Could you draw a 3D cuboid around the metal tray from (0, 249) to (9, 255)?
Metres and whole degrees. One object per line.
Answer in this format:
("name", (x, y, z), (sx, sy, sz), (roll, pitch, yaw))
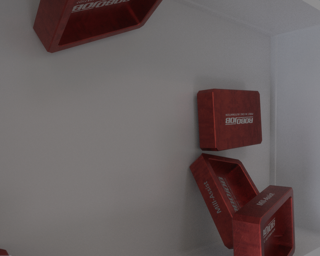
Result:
("metal tray", (-0.138, 0.144, 0.217), (0.091, 0.130, 0.030), (0, 107, -44))

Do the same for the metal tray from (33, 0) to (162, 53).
("metal tray", (-0.054, -0.127, 0.315), (0.131, 0.090, 0.030), (-30, 88, -36))

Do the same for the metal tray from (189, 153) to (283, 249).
("metal tray", (0.104, 0.099, 0.435), (0.091, 0.030, 0.130), (13, 40, -36))

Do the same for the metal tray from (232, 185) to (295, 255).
("metal tray", (0.129, 0.129, 0.371), (0.131, 0.030, 0.089), (-10, 97, -53))

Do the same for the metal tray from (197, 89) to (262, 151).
("metal tray", (0.114, -0.014, 0.492), (0.131, 0.030, 0.089), (-4, 91, -43))
